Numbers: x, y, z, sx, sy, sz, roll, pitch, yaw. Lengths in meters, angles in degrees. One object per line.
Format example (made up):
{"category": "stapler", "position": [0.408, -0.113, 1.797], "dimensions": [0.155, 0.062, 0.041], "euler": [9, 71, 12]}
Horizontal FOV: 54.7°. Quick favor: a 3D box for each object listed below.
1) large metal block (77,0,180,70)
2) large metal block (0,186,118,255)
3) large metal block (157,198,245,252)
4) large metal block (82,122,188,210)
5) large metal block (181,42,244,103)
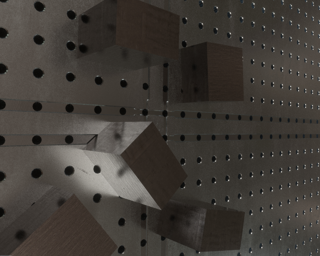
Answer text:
{"category": "large metal block", "position": [-0.036, -0.101, 0.345], "dimensions": [0.081, 0.080, 0.050], "euler": [3, 88, -40]}
{"category": "large metal block", "position": [-0.103, 0.118, 0.308], "dimensions": [0.080, 0.050, 0.080], "euler": [-45, 118, -31]}
{"category": "large metal block", "position": [0.056, 0.130, 0.423], "dimensions": [0.081, 0.080, 0.050], "euler": [16, 80, -39]}
{"category": "large metal block", "position": [-0.029, 0.040, 0.351], "dimensions": [0.050, 0.080, 0.080], "euler": [-48, 119, -30]}
{"category": "large metal block", "position": [0.079, -0.079, 0.461], "dimensions": [0.081, 0.050, 0.079], "euler": [-4, 93, -40]}
